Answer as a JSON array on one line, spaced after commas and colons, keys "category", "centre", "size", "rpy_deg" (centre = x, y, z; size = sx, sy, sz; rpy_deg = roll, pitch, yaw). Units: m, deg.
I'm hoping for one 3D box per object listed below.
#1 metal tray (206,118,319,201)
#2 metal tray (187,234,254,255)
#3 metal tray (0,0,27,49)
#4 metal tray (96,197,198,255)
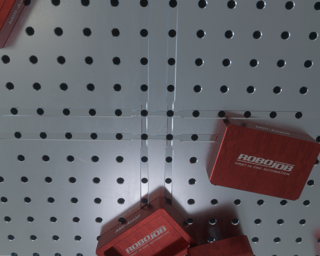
[{"category": "metal tray", "centre": [0.140, 0.044, 0.428], "size": [0.131, 0.030, 0.089], "rpy_deg": [12, 110, -5]}, {"category": "metal tray", "centre": [0.101, 0.222, 0.475], "size": [0.090, 0.030, 0.130], "rpy_deg": [-17, 125, 6]}, {"category": "metal tray", "centre": [-0.200, -0.165, 0.348], "size": [0.090, 0.030, 0.129], "rpy_deg": [33, 107, -12]}, {"category": "metal tray", "centre": [-0.020, 0.175, 0.474], "size": [0.130, 0.030, 0.090], "rpy_deg": [-36, 106, 12]}]
